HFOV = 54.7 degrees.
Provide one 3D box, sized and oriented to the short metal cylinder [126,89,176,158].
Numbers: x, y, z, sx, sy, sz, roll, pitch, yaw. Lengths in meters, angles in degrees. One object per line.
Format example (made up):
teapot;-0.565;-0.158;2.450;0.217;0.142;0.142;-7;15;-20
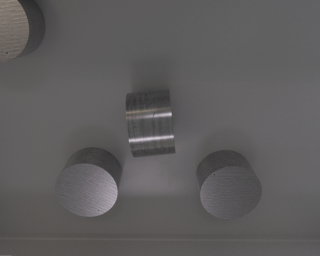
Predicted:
short metal cylinder;-0.010;-0.006;0.380;0.050;0.080;0.079;-6;110;2

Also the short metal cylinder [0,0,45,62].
short metal cylinder;-0.180;-0.119;0.353;0.081;0.050;0.079;0;110;0

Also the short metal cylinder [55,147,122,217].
short metal cylinder;-0.095;0.073;0.424;0.081;0.050;0.079;0;110;0

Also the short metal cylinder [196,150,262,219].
short metal cylinder;0.093;0.077;0.427;0.081;0.050;0.079;0;110;0
